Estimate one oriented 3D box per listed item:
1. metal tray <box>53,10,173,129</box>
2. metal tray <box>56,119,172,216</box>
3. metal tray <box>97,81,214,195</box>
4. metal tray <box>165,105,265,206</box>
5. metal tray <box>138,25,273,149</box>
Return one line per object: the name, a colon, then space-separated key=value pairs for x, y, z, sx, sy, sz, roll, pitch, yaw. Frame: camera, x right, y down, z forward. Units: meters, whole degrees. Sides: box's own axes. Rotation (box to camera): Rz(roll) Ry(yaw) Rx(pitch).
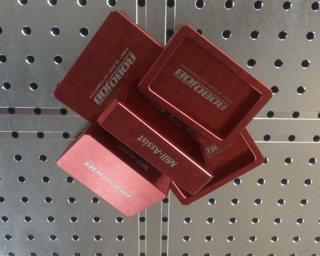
metal tray: x=-0.057 y=-0.066 z=0.385 sx=0.090 sy=0.030 sz=0.130 roll=37 pitch=106 yaw=-13
metal tray: x=-0.061 y=0.058 z=0.411 sx=0.130 sy=0.030 sz=0.090 roll=40 pitch=130 yaw=-14
metal tray: x=-0.003 y=0.008 z=0.349 sx=0.130 sy=0.090 sz=0.030 roll=39 pitch=105 yaw=-14
metal tray: x=0.063 y=0.038 z=0.424 sx=0.130 sy=0.030 sz=0.090 roll=-32 pitch=107 yaw=10
metal tray: x=0.051 y=-0.046 z=0.362 sx=0.130 sy=0.030 sz=0.090 roll=34 pitch=106 yaw=-12
